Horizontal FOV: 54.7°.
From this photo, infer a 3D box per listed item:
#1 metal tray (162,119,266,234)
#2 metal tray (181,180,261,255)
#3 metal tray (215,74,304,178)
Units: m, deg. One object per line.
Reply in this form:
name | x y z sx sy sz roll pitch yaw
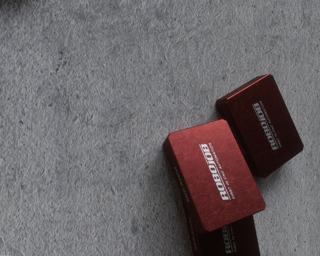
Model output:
metal tray | 0.069 0.060 0.405 0.091 0.030 0.130 -15 72 -20
metal tray | 0.086 0.135 0.438 0.091 0.030 0.129 -13 95 -20
metal tray | 0.150 -0.003 0.462 0.091 0.030 0.130 -31 100 -18
